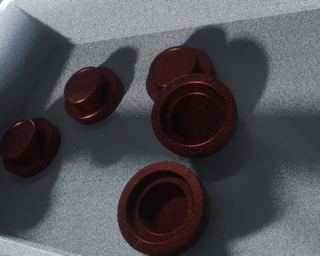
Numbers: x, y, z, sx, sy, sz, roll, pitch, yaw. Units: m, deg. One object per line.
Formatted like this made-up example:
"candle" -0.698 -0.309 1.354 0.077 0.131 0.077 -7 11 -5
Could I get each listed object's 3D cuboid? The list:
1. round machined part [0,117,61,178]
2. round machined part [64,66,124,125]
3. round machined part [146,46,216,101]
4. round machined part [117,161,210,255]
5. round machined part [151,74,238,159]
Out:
"round machined part" -0.210 0.025 0.487 0.098 0.042 0.098 -13 56 20
"round machined part" -0.110 -0.057 0.486 0.098 0.042 0.098 -13 56 20
"round machined part" 0.024 -0.074 0.426 0.098 0.042 0.098 -13 56 20
"round machined part" 0.007 0.089 0.336 0.098 0.042 0.098 -13 56 20
"round machined part" 0.043 -0.011 0.368 0.098 0.042 0.098 -5 74 18
